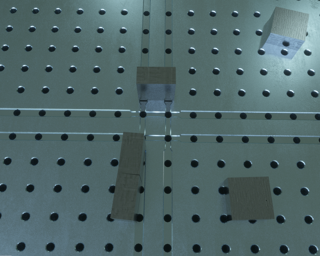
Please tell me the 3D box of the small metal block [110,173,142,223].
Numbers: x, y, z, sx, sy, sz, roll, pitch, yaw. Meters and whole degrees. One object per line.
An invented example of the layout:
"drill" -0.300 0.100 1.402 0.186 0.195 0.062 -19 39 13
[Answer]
"small metal block" -0.039 0.084 0.367 0.025 0.050 0.050 6 70 2

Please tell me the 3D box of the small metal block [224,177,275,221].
"small metal block" 0.108 0.088 0.381 0.050 0.025 0.050 -1 70 -1

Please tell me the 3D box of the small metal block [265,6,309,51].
"small metal block" 0.193 -0.151 0.469 0.050 0.025 0.050 15 71 5

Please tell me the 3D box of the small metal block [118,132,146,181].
"small metal block" -0.034 0.037 0.384 0.025 0.050 0.050 5 70 1

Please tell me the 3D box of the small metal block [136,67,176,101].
"small metal block" -0.005 -0.059 0.420 0.050 0.050 0.025 0 70 0
